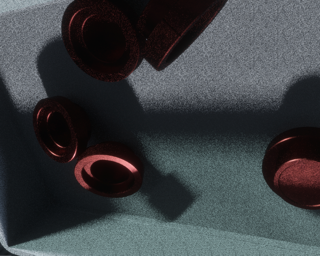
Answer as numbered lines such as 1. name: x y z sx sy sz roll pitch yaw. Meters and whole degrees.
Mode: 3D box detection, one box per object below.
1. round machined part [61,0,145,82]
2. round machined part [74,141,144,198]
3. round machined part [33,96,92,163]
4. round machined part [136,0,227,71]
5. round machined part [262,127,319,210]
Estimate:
1. round machined part: -0.060 -0.107 0.360 0.098 0.042 0.097 13 128 17
2. round machined part: -0.072 0.057 0.457 0.099 0.042 0.097 3 132 4
3. round machined part: -0.141 -0.001 0.462 0.098 0.042 0.097 13 113 32
4. round machined part: 0.016 -0.103 0.289 0.042 0.098 0.097 44 129 0
5. round machined part: 0.164 0.051 0.343 0.098 0.042 0.097 13 124 21
